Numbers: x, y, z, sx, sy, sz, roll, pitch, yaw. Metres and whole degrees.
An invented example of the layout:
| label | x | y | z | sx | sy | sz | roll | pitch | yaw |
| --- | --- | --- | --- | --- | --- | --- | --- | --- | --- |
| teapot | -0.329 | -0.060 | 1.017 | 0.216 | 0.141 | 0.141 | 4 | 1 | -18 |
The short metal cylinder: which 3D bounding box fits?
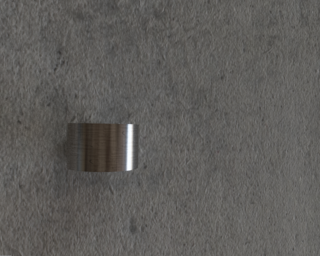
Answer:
| label | x | y | z | sx | sy | sz | roll | pitch | yaw |
| --- | --- | --- | --- | --- | --- | --- | --- | --- | --- |
| short metal cylinder | -0.065 | 0.020 | 0.356 | 0.081 | 0.080 | 0.050 | 1 | 90 | -20 |
